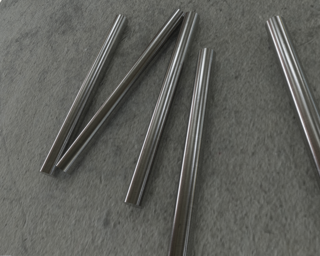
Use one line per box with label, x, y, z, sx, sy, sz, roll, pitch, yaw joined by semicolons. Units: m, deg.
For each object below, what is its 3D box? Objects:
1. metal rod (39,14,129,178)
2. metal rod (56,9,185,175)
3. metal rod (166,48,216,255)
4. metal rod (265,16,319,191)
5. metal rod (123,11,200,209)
metal rod;-0.115;-0.064;0.500;0.025;0.025;0.300;6;64;30
metal rod;-0.052;-0.061;0.466;0.025;0.025;0.300;27;76;37
metal rod;0.039;0.029;0.364;0.025;0.025;0.299;-3;60;26
metal rod;0.157;-0.011;0.328;0.025;0.025;0.299;-15;55;19
metal rod;0.010;-0.041;0.422;0.025;0.025;0.300;3;63;29
